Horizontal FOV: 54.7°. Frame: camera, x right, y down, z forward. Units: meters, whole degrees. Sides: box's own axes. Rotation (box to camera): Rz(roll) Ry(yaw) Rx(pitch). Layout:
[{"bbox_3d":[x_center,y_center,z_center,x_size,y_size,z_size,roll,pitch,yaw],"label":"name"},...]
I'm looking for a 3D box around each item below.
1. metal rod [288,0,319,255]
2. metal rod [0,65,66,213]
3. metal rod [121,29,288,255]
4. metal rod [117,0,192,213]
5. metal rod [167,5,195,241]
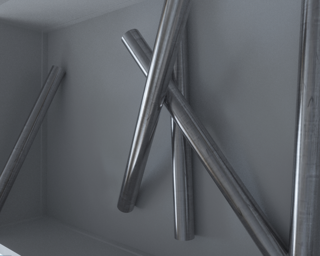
[{"bbox_3d":[0.141,-0.013,0.290,0.025,0.025,0.298,4,92,40],"label":"metal rod"},{"bbox_3d":[-0.234,0.030,0.528,0.025,0.025,0.299,10,74,39],"label":"metal rod"},{"bbox_3d":[0.041,0.007,0.349,0.025,0.025,0.299,-42,72,32],"label":"metal rod"},{"bbox_3d":[-0.016,-0.005,0.366,0.025,0.025,0.298,41,131,32],"label":"metal rod"},{"bbox_3d":[0.025,-0.014,0.386,0.025,0.025,0.298,-3,88,40],"label":"metal rod"}]
